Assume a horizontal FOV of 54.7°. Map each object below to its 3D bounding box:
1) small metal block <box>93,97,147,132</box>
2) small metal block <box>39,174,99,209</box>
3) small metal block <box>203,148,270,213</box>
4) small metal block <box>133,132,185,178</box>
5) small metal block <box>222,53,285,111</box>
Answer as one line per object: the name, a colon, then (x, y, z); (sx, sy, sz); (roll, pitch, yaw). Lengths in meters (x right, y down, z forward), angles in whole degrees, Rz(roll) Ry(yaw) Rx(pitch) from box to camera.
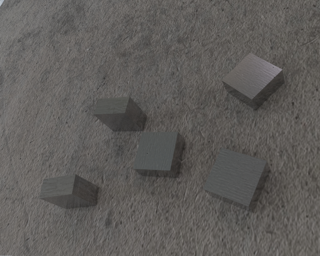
small metal block: (-0.054, -0.018, 0.427); (0.050, 0.050, 0.025); (-1, 62, 28)
small metal block: (-0.115, 0.083, 0.397); (0.050, 0.050, 0.025); (-12, 57, 22)
small metal block: (0.082, 0.054, 0.328); (0.050, 0.025, 0.050); (16, 70, 34)
small metal block: (0.000, 0.033, 0.384); (0.050, 0.025, 0.050); (-1, 61, 27)
small metal block: (0.114, -0.057, 0.379); (0.050, 0.025, 0.050); (-44, 51, -3)
